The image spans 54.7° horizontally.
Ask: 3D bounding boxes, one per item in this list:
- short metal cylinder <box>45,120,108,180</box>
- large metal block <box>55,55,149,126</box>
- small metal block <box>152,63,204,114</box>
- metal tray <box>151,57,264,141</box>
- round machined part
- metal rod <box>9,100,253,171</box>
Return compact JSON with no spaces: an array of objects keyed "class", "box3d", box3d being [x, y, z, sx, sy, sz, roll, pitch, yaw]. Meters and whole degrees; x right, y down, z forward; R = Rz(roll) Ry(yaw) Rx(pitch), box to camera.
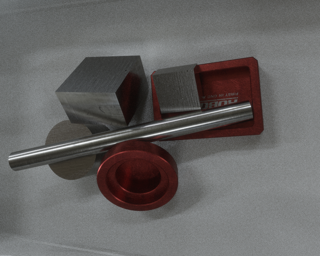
[{"class":"short metal cylinder","box3d":[-0.111,0.029,0.432,0.080,0.050,0.079,0,90,19]},{"class":"large metal block","box3d":[-0.070,-0.049,0.395,0.080,0.080,0.050,3,133,20]},{"class":"small metal block","box3d":[0.023,-0.048,0.377,0.050,0.025,0.050,-5,115,20]},{"class":"metal tray","box3d":[0.057,-0.032,0.385,0.130,0.030,0.089,-5,88,19]},{"class":"round machined part","box3d":[-0.027,0.055,0.391,0.099,0.042,0.097,1,122,2]},{"class":"metal rod","box3d":[-0.041,0.011,0.378,0.301,0.025,0.025,-12,86,8]}]
